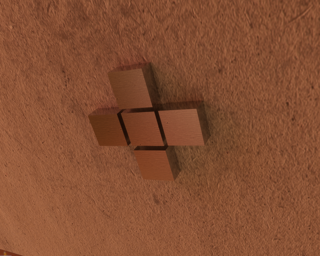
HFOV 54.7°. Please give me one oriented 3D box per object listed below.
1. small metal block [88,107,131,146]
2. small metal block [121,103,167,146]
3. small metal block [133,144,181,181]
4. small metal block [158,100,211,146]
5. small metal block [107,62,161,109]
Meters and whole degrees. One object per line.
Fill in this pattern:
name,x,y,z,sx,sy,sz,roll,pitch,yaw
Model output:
small metal block,-0.068,-0.002,0.441,0.050,0.025,0.050,-2,118,28
small metal block,-0.018,-0.004,0.414,0.050,0.025,0.050,-2,118,28
small metal block,-0.003,0.046,0.437,0.050,0.025,0.050,-2,118,29
small metal block,0.031,-0.006,0.387,0.050,0.025,0.050,-2,118,28
small metal block,-0.032,-0.053,0.391,0.050,0.025,0.050,-2,118,28
